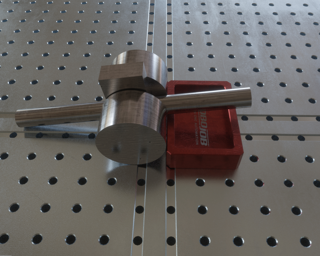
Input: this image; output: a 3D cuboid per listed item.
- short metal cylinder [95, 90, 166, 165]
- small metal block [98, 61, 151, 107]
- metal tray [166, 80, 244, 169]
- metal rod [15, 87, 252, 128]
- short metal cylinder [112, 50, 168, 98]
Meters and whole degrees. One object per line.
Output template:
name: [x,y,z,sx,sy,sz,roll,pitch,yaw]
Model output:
short metal cylinder: [-0.033,0.001,0.370,0.080,0.080,0.050,1,50,1]
small metal block: [-0.040,-0.049,0.371,0.050,0.050,0.025,-5,50,7]
metal tray: [0.054,-0.009,0.412,0.091,0.030,0.130,1,50,1]
metal rod: [-0.039,-0.025,0.398,0.301,0.025,0.025,-5,50,7]
short metal cylinder: [-0.030,-0.058,0.418,0.081,0.080,0.050,1,50,0]
